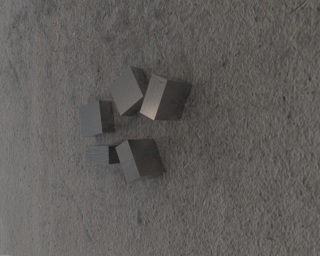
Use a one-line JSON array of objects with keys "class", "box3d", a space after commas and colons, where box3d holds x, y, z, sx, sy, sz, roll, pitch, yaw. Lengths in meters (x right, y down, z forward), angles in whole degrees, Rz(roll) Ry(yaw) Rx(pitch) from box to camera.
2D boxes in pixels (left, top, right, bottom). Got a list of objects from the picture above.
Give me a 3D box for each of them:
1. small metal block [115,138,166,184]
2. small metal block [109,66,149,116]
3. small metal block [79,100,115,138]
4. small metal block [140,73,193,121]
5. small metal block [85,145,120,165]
[{"class": "small metal block", "box3d": [-0.025, 0.042, 0.409, 0.025, 0.050, 0.050, -33, 70, 35]}, {"class": "small metal block", "box3d": [-0.040, -0.051, 0.438, 0.050, 0.025, 0.050, -37, 68, 34]}, {"class": "small metal block", "box3d": [-0.099, -0.013, 0.487, 0.050, 0.025, 0.050, -12, 82, 39]}, {"class": "small metal block", "box3d": [0.008, -0.037, 0.382, 0.025, 0.050, 0.050, 30, 109, 36]}, {"class": "small metal block", "box3d": [-0.071, 0.037, 0.448, 0.050, 0.050, 0.025, -2, 89, 40]}]
